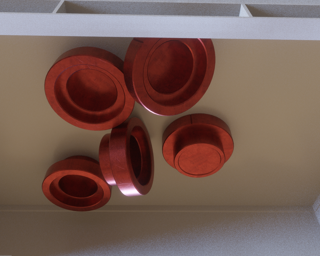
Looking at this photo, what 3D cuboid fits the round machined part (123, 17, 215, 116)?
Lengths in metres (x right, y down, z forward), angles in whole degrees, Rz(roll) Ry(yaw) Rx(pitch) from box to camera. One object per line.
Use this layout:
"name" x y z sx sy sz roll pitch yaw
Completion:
"round machined part" 0.006 -0.065 0.323 0.099 0.042 0.097 -15 120 -27

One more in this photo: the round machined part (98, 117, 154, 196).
"round machined part" -0.043 0.037 0.393 0.042 0.098 0.098 -9 130 16

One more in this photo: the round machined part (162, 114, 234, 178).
"round machined part" 0.052 0.031 0.425 0.099 0.042 0.097 -1 130 0

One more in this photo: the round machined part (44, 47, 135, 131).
"round machined part" -0.075 -0.047 0.354 0.099 0.042 0.097 1 128 2

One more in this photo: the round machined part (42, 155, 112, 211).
"round machined part" -0.120 0.079 0.464 0.099 0.042 0.097 -1 130 0
